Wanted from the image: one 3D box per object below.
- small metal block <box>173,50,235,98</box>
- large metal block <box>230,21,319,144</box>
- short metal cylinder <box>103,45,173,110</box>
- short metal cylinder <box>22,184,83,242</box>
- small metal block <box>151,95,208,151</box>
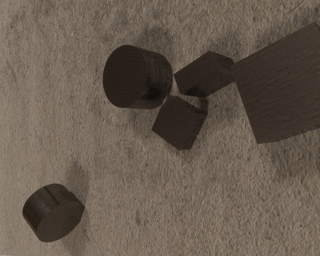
[{"bbox_3d":[0.052,-0.058,0.344,0.050,0.050,0.025,-29,72,36],"label":"small metal block"},{"bbox_3d":[0.123,-0.036,0.286,0.080,0.050,0.080,-25,75,37],"label":"large metal block"},{"bbox_3d":[-0.030,-0.065,0.412,0.080,0.050,0.079,0,90,39],"label":"short metal cylinder"},{"bbox_3d":[-0.176,0.139,0.511,0.050,0.081,0.079,34,111,34],"label":"short metal cylinder"},{"bbox_3d":[0.023,-0.007,0.384,0.050,0.025,0.050,36,112,34],"label":"small metal block"}]
